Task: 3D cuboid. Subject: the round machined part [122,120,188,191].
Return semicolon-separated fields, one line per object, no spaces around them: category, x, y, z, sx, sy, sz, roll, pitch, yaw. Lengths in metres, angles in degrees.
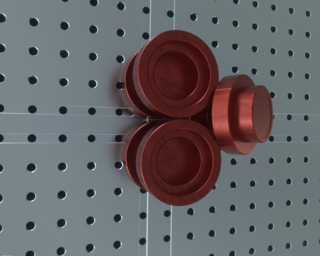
round machined part;0.003;0.038;0.405;0.099;0.042;0.097;0;90;-20

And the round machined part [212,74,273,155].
round machined part;0.105;-0.016;0.374;0.099;0.042;0.097;1;89;-52

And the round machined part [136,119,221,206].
round machined part;0.019;0.038;0.365;0.099;0.042;0.097;0;90;-20

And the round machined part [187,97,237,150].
round machined part;0.087;-0.017;0.435;0.099;0.042;0.097;0;90;-20

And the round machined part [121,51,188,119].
round machined part;0.002;-0.060;0.405;0.099;0.042;0.097;0;90;-20

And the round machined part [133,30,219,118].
round machined part;0.015;-0.060;0.364;0.099;0.042;0.097;0;90;-20
